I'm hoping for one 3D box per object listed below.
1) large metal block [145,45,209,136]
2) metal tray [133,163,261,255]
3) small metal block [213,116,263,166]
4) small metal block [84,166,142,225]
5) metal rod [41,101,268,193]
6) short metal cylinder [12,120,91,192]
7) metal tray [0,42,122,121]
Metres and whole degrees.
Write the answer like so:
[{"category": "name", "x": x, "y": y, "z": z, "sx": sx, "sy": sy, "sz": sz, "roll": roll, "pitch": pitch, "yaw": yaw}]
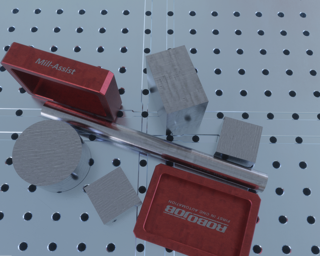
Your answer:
[{"category": "large metal block", "x": 0.019, "y": -0.045, "z": 0.400, "sx": 0.050, "sy": 0.080, "sz": 0.080, "roll": -17, "pitch": 71, "yaw": -6}, {"category": "metal tray", "x": 0.044, "y": 0.105, "z": 0.370, "sx": 0.131, "sy": 0.030, "sz": 0.090, "roll": 17, "pitch": 71, "yaw": 6}, {"category": "small metal block", "x": 0.102, "y": 0.018, "z": 0.405, "sx": 0.050, "sy": 0.025, "sz": 0.050, "roll": 16, "pitch": 71, "yaw": 5}, {"category": "small metal block", "x": -0.057, "y": 0.084, "z": 0.381, "sx": 0.050, "sy": 0.025, "sz": 0.050, "roll": -31, "pitch": 73, "yaw": -11}, {"category": "metal rod", "x": -0.012, "y": 0.022, "z": 0.403, "sx": 0.301, "sy": 0.025, "sz": 0.025, "roll": 18, "pitch": 71, "yaw": 6}, {"category": "short metal cylinder", "x": -0.131, "y": 0.036, "z": 0.383, "sx": 0.081, "sy": 0.050, "sz": 0.080, "roll": 0, "pitch": 70, "yaw": 0}, {"category": "metal tray", "x": -0.119, "y": -0.056, "z": 0.395, "sx": 0.131, "sy": 0.090, "sz": 0.030, "roll": 18, "pitch": 71, "yaw": 6}]
